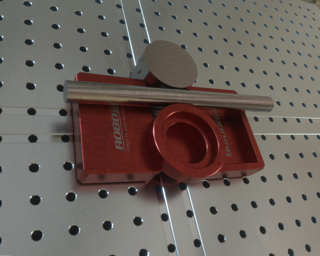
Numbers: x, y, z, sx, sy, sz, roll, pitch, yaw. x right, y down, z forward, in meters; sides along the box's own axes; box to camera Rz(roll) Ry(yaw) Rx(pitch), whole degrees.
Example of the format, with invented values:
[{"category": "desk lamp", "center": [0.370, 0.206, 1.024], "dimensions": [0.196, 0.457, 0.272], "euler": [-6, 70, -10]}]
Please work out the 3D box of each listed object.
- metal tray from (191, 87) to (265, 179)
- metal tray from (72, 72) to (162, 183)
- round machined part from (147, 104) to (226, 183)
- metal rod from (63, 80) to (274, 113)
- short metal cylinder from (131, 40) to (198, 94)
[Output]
[{"category": "metal tray", "center": [0.087, 0.005, 0.444], "dimensions": [0.091, 0.030, 0.130], "euler": [1, 61, -28]}, {"category": "metal tray", "center": [-0.054, -0.002, 0.371], "dimensions": [0.091, 0.030, 0.130], "euler": [3, 61, -27]}, {"category": "round machined part", "center": [0.029, 0.022, 0.383], "dimensions": [0.099, 0.042, 0.098], "euler": [14, 56, -21]}, {"category": "metal rod", "center": [0.032, -0.038, 0.404], "dimensions": [0.303, 0.025, 0.025], "euler": [1, 62, -28]}, {"category": "short metal cylinder", "center": [0.005, -0.076, 0.436], "dimensions": [0.081, 0.050, 0.080], "euler": [14, 56, -21]}]
